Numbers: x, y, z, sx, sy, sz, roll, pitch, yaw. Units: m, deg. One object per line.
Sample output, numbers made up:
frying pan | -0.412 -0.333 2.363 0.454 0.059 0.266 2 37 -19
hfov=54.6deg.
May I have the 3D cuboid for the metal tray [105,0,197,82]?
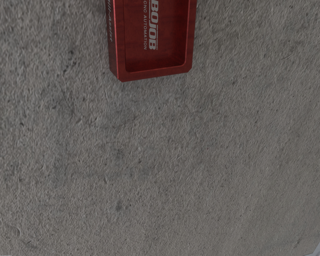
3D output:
metal tray | -0.009 -0.119 0.324 0.091 0.030 0.129 -12 124 -22
